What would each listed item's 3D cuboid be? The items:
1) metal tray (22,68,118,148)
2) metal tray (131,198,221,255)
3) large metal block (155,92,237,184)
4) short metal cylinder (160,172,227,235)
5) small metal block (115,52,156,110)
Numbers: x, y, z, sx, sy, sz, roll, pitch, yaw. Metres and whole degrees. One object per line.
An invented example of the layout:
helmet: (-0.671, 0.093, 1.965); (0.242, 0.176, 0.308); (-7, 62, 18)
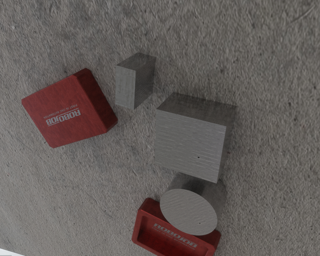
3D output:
metal tray: (-0.136, -0.025, 0.460); (0.130, 0.030, 0.090); (-15, 111, 34)
metal tray: (0.022, 0.177, 0.501); (0.130, 0.030, 0.089); (23, 127, 14)
large metal block: (0.042, 0.010, 0.375); (0.080, 0.050, 0.079); (15, 125, 19)
short metal cylinder: (0.047, 0.100, 0.428); (0.080, 0.050, 0.079); (13, 124, 21)
small metal block: (-0.029, -0.057, 0.371); (0.025, 0.050, 0.050); (19, 126, 17)
